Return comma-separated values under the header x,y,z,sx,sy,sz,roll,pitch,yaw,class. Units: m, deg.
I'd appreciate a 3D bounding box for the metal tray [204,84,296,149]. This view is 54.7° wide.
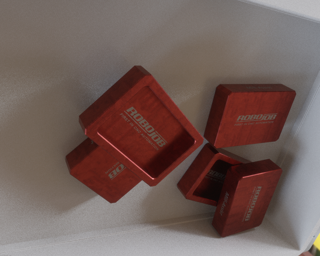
x,y,z,sx,sy,sz,roll,pitch,yaw,class
0.137,-0.020,0.471,0.131,0.030,0.089,-4,121,-27,metal tray

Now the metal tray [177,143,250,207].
x,y,z,sx,sy,sz,roll,pitch,yaw,class
0.103,0.085,0.516,0.131,0.030,0.090,23,106,-37,metal tray

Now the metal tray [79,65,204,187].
x,y,z,sx,sy,sz,roll,pitch,yaw,class
-0.016,0.003,0.360,0.090,0.030,0.130,-43,130,1,metal tray

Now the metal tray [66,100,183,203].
x,y,z,sx,sy,sz,roll,pitch,yaw,class
-0.042,0.029,0.402,0.130,0.030,0.090,-40,130,-1,metal tray

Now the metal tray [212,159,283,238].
x,y,z,sx,sy,sz,roll,pitch,yaw,class
0.144,0.118,0.521,0.091,0.030,0.129,-7,122,-26,metal tray
